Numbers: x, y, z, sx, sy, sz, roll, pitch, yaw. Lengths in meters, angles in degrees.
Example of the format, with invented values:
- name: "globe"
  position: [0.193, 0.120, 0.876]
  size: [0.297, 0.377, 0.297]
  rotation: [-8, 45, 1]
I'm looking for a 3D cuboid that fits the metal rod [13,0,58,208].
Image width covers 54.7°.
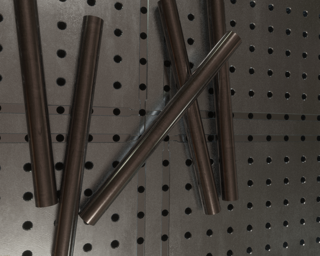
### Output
- name: "metal rod"
  position: [-0.147, -0.059, 0.358]
  size: [0.025, 0.025, 0.298]
  rotation: [-6, 92, -20]

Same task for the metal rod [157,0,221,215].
- name: "metal rod"
  position: [0.042, -0.026, 0.429]
  size: [0.025, 0.025, 0.298]
  rotation: [-15, 95, -20]

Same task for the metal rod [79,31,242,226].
- name: "metal rod"
  position: [0.004, -0.004, 0.395]
  size: [0.025, 0.025, 0.300]
  rotation: [41, 84, -16]

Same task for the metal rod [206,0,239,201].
- name: "metal rod"
  position: [0.090, -0.045, 0.447]
  size: [0.025, 0.025, 0.298]
  rotation: [-5, 92, -20]

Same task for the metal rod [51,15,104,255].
- name: "metal rod"
  position: [-0.100, 0.014, 0.376]
  size: [0.025, 0.025, 0.298]
  rotation: [8, 87, -20]
